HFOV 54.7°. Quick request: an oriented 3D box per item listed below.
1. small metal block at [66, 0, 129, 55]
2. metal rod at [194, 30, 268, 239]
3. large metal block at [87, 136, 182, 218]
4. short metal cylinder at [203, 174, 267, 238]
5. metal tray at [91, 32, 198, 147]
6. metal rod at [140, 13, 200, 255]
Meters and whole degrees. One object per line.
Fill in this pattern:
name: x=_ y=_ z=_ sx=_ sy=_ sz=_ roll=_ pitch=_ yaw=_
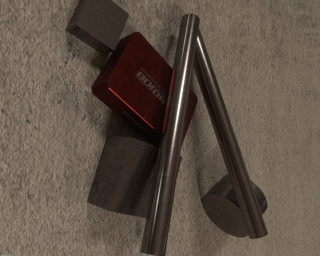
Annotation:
small metal block: x=-0.069 y=-0.119 z=0.348 sx=0.050 sy=0.025 sz=0.050 roll=30 pitch=72 yaw=-36
metal rod: x=0.086 y=-0.001 z=0.425 sx=0.025 sy=0.025 sz=0.299 roll=-10 pitch=80 yaw=-40
large metal block: x=-0.028 y=0.060 z=0.367 sx=0.080 sy=0.050 sz=0.080 roll=24 pitch=75 yaw=-38
short metal cylinder: x=0.112 y=0.116 z=0.466 sx=0.050 sy=0.080 sz=0.080 roll=-38 pitch=114 yaw=-34
metal tray: x=-0.011 y=-0.041 z=0.384 sx=0.130 sy=0.030 sz=0.090 roll=43 pitch=54 yaw=-32
metal rod: x=0.017 y=-0.010 z=0.364 sx=0.025 sy=0.025 sz=0.299 roll=28 pitch=62 yaw=-37
